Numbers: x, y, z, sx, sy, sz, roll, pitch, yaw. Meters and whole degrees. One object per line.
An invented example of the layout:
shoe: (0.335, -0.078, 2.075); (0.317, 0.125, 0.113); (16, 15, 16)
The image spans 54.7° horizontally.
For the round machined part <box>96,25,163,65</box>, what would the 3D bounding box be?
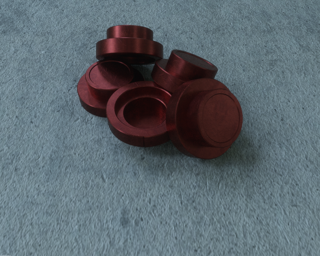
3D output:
round machined part: (-0.044, -0.122, 0.458); (0.099, 0.098, 0.042); (1, 92, 0)

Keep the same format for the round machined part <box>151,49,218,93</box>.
round machined part: (0.041, -0.076, 0.430); (0.099, 0.042, 0.098); (19, 25, -9)

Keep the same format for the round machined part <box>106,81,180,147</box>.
round machined part: (-0.018, -0.014, 0.405); (0.099, 0.042, 0.098); (0, 50, 0)

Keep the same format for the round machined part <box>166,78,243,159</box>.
round machined part: (0.059, -0.011, 0.368); (0.099, 0.098, 0.042); (-36, 18, -26)

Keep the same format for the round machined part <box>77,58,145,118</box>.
round machined part: (-0.070, -0.063, 0.448); (0.099, 0.042, 0.098); (0, 50, 0)
